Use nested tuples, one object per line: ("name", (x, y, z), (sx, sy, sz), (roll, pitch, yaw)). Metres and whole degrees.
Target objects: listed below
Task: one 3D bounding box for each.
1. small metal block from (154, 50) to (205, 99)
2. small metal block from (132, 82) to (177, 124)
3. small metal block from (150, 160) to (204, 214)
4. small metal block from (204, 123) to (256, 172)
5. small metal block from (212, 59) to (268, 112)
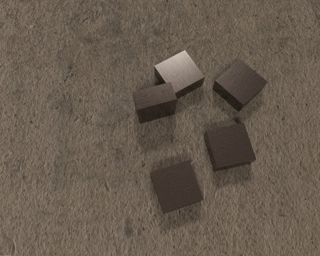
("small metal block", (0.027, -0.073, 0.435), (0.050, 0.025, 0.050), (-30, 73, -11))
("small metal block", (-0.007, -0.032, 0.406), (0.050, 0.050, 0.025), (-16, 71, -6))
("small metal block", (0.020, 0.073, 0.382), (0.050, 0.025, 0.050), (-17, 71, -7))
("small metal block", (0.089, 0.025, 0.400), (0.050, 0.025, 0.050), (-12, 71, -5))
("small metal block", (0.111, -0.059, 0.431), (0.050, 0.025, 0.050), (-42, 76, -14))
